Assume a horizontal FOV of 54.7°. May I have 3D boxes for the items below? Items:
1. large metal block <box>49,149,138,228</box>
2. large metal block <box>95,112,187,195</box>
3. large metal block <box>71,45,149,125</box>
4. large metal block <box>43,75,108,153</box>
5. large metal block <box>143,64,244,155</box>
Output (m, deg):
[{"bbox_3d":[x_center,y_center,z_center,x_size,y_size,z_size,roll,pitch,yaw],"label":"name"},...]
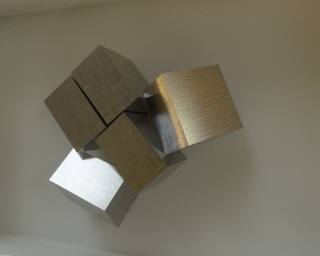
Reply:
[{"bbox_3d":[-0.081,0.078,0.400,0.080,0.080,0.050,23,63,18],"label":"large metal block"},{"bbox_3d":[-0.020,0.028,0.385,0.050,0.080,0.080,-43,77,15],"label":"large metal block"},{"bbox_3d":[-0.052,-0.051,0.397,0.050,0.080,0.080,-40,78,15],"label":"large metal block"},{"bbox_3d":[-0.091,-0.017,0.411,0.050,0.080,0.080,-39,78,16],"label":"large metal block"},{"bbox_3d":[0.038,-0.022,0.359,0.050,0.081,0.080,-30,77,58],"label":"large metal block"}]
